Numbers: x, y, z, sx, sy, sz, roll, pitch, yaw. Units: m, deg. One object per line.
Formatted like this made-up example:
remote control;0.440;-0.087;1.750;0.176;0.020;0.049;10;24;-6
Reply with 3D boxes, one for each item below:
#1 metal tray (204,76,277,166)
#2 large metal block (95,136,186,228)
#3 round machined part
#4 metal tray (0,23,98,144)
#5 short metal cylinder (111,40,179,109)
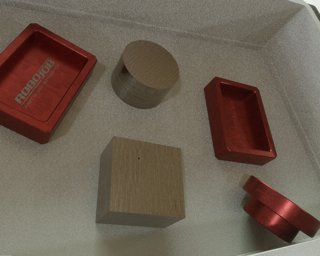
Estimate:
metal tray;0.121;-0.011;0.476;0.091;0.030;0.130;10;57;-23
large metal block;-0.022;0.062;0.341;0.081;0.050;0.080;12;57;-22
round machined part;0.145;0.105;0.388;0.098;0.098;0.042;35;91;-5
metal tray;-0.141;-0.056;0.360;0.090;0.030;0.130;28;52;-11
short metal cylinder;-0.021;-0.073;0.424;0.081;0.050;0.080;14;56;-21
